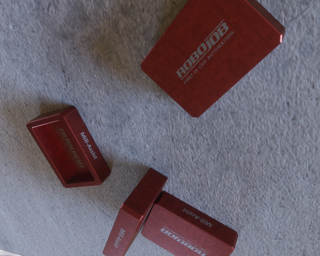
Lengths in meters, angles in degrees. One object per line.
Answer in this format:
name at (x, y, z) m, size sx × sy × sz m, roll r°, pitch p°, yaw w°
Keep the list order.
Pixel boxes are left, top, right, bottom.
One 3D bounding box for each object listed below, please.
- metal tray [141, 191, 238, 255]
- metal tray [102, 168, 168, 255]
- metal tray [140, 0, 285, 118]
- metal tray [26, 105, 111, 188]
metal tray at (0.042, 0.165, 0.482) m, size 0.130 × 0.030 × 0.089 m, roll 28°, pitch 128°, yaw 10°
metal tray at (-0.037, 0.132, 0.464) m, size 0.030 × 0.090 × 0.129 m, roll 30°, pitch 128°, yaw 9°
metal tray at (0.050, -0.082, 0.326) m, size 0.090 × 0.030 × 0.129 m, roll 43°, pitch 129°, yaw -2°
metal tray at (-0.146, 0.035, 0.499) m, size 0.090 × 0.030 × 0.129 m, roll -12°, pitch 113°, yaw 32°
